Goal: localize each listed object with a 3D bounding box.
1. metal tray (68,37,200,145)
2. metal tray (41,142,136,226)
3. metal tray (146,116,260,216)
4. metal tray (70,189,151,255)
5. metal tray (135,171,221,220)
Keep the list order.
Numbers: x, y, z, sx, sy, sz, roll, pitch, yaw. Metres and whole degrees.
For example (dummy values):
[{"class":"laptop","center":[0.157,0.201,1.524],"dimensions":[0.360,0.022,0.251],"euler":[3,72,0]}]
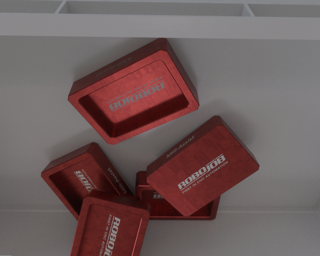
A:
[{"class":"metal tray","center":[-0.030,-0.038,0.372],"dimensions":[0.130,0.030,0.090],"euler":[-23,127,18]},{"class":"metal tray","center":[-0.100,0.094,0.461],"dimensions":[0.090,0.030,0.130],"euler":[-25,110,19]},{"class":"metal tray","center":[0.057,0.056,0.428],"dimensions":[0.130,0.030,0.090],"euler":[-38,110,16]},{"class":"metal tray","center":[-0.072,0.159,0.429],"dimensions":[0.091,0.030,0.129],"euler":[14,95,-2]},{"class":"metal tray","center":[0.028,0.111,0.499],"dimensions":[0.131,0.030,0.089],"euler":[1,130,-1]}]
